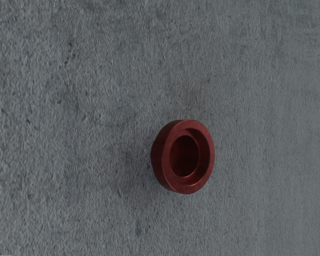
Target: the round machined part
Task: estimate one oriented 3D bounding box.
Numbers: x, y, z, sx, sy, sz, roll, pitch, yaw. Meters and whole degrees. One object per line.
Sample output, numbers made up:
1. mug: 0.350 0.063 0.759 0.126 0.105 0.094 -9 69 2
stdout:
1. round machined part: 0.026 0.037 0.419 0.099 0.042 0.097 0 90 -40
